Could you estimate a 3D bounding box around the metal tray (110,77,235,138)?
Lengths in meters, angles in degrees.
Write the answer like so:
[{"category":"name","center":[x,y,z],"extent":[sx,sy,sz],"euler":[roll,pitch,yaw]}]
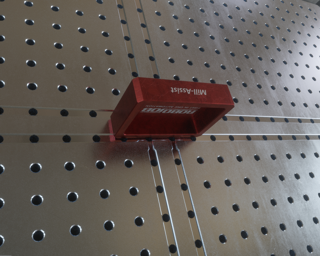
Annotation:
[{"category":"metal tray","center":[0.015,-0.021,0.386],"extent":[0.131,0.090,0.030],"euler":[0,62,-28]}]
